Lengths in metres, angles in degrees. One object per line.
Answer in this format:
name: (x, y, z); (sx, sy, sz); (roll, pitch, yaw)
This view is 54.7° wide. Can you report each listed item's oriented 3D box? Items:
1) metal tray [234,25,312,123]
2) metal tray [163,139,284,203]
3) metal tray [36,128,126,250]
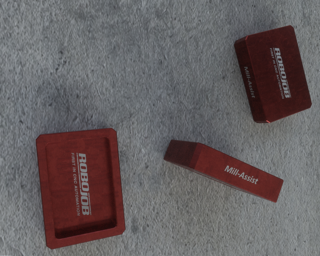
metal tray: (0.173, -0.081, 0.470); (0.091, 0.030, 0.129); (-18, 96, -19)
metal tray: (0.080, 0.054, 0.403); (0.131, 0.090, 0.030); (24, 82, -19)
metal tray: (-0.094, 0.068, 0.371); (0.091, 0.030, 0.129); (-6, 92, -20)
